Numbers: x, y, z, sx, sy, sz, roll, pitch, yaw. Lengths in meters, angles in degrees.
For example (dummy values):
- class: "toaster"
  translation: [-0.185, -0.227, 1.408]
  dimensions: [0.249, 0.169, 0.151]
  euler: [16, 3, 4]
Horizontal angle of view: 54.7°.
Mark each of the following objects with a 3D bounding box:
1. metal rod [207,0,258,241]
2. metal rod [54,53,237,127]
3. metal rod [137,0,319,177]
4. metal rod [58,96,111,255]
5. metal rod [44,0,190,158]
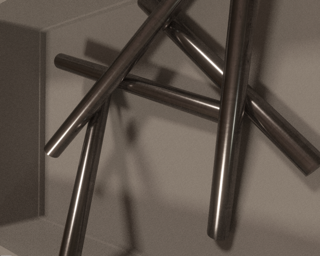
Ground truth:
- class: "metal rod"
  translation: [0.073, -0.023, 0.312]
  dimensions: [0.025, 0.025, 0.298]
  euler: [15, 110, 38]
- class: "metal rod"
  translation: [-0.038, -0.059, 0.416]
  dimensions: [0.300, 0.025, 0.025]
  euler: [22, 104, 31]
- class: "metal rod"
  translation: [0.063, -0.068, 0.353]
  dimensions: [0.300, 0.025, 0.025]
  euler: [52, 120, 27]
- class: "metal rod"
  translation: [-0.095, 0.056, 0.403]
  dimensions: [0.025, 0.025, 0.299]
  euler: [-20, 53, 38]
- class: "metal rod"
  translation: [-0.058, -0.069, 0.398]
  dimensions: [0.299, 0.025, 0.025]
  euler: [-46, 62, 18]
